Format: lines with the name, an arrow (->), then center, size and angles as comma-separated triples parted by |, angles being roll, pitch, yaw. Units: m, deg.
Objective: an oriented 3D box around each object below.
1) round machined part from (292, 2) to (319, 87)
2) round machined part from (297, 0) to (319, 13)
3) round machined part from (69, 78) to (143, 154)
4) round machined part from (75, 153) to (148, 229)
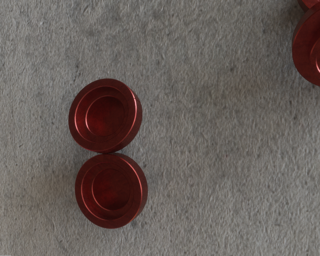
round machined part -> 0.185, -0.080, 0.309 | 0.098, 0.042, 0.097 | 10, 130, 12
round machined part -> 0.197, -0.158, 0.331 | 0.098, 0.042, 0.097 | 0, 90, 19
round machined part -> -0.069, -0.013, 0.415 | 0.098, 0.042, 0.098 | -5, 75, 18
round machined part -> -0.062, 0.082, 0.420 | 0.098, 0.042, 0.097 | 0, 91, 19
